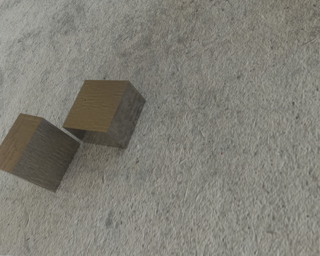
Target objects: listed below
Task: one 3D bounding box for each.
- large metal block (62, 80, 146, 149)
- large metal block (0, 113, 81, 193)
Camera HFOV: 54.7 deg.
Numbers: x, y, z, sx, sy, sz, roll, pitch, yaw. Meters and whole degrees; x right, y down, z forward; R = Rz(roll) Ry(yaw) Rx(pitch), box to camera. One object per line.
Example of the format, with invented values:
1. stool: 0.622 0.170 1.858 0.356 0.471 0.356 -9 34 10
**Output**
1. large metal block: -0.078 -0.021 0.442 0.080 0.050 0.080 6 65 31
2. large metal block: -0.173 0.036 0.437 0.050 0.080 0.080 10 67 32
